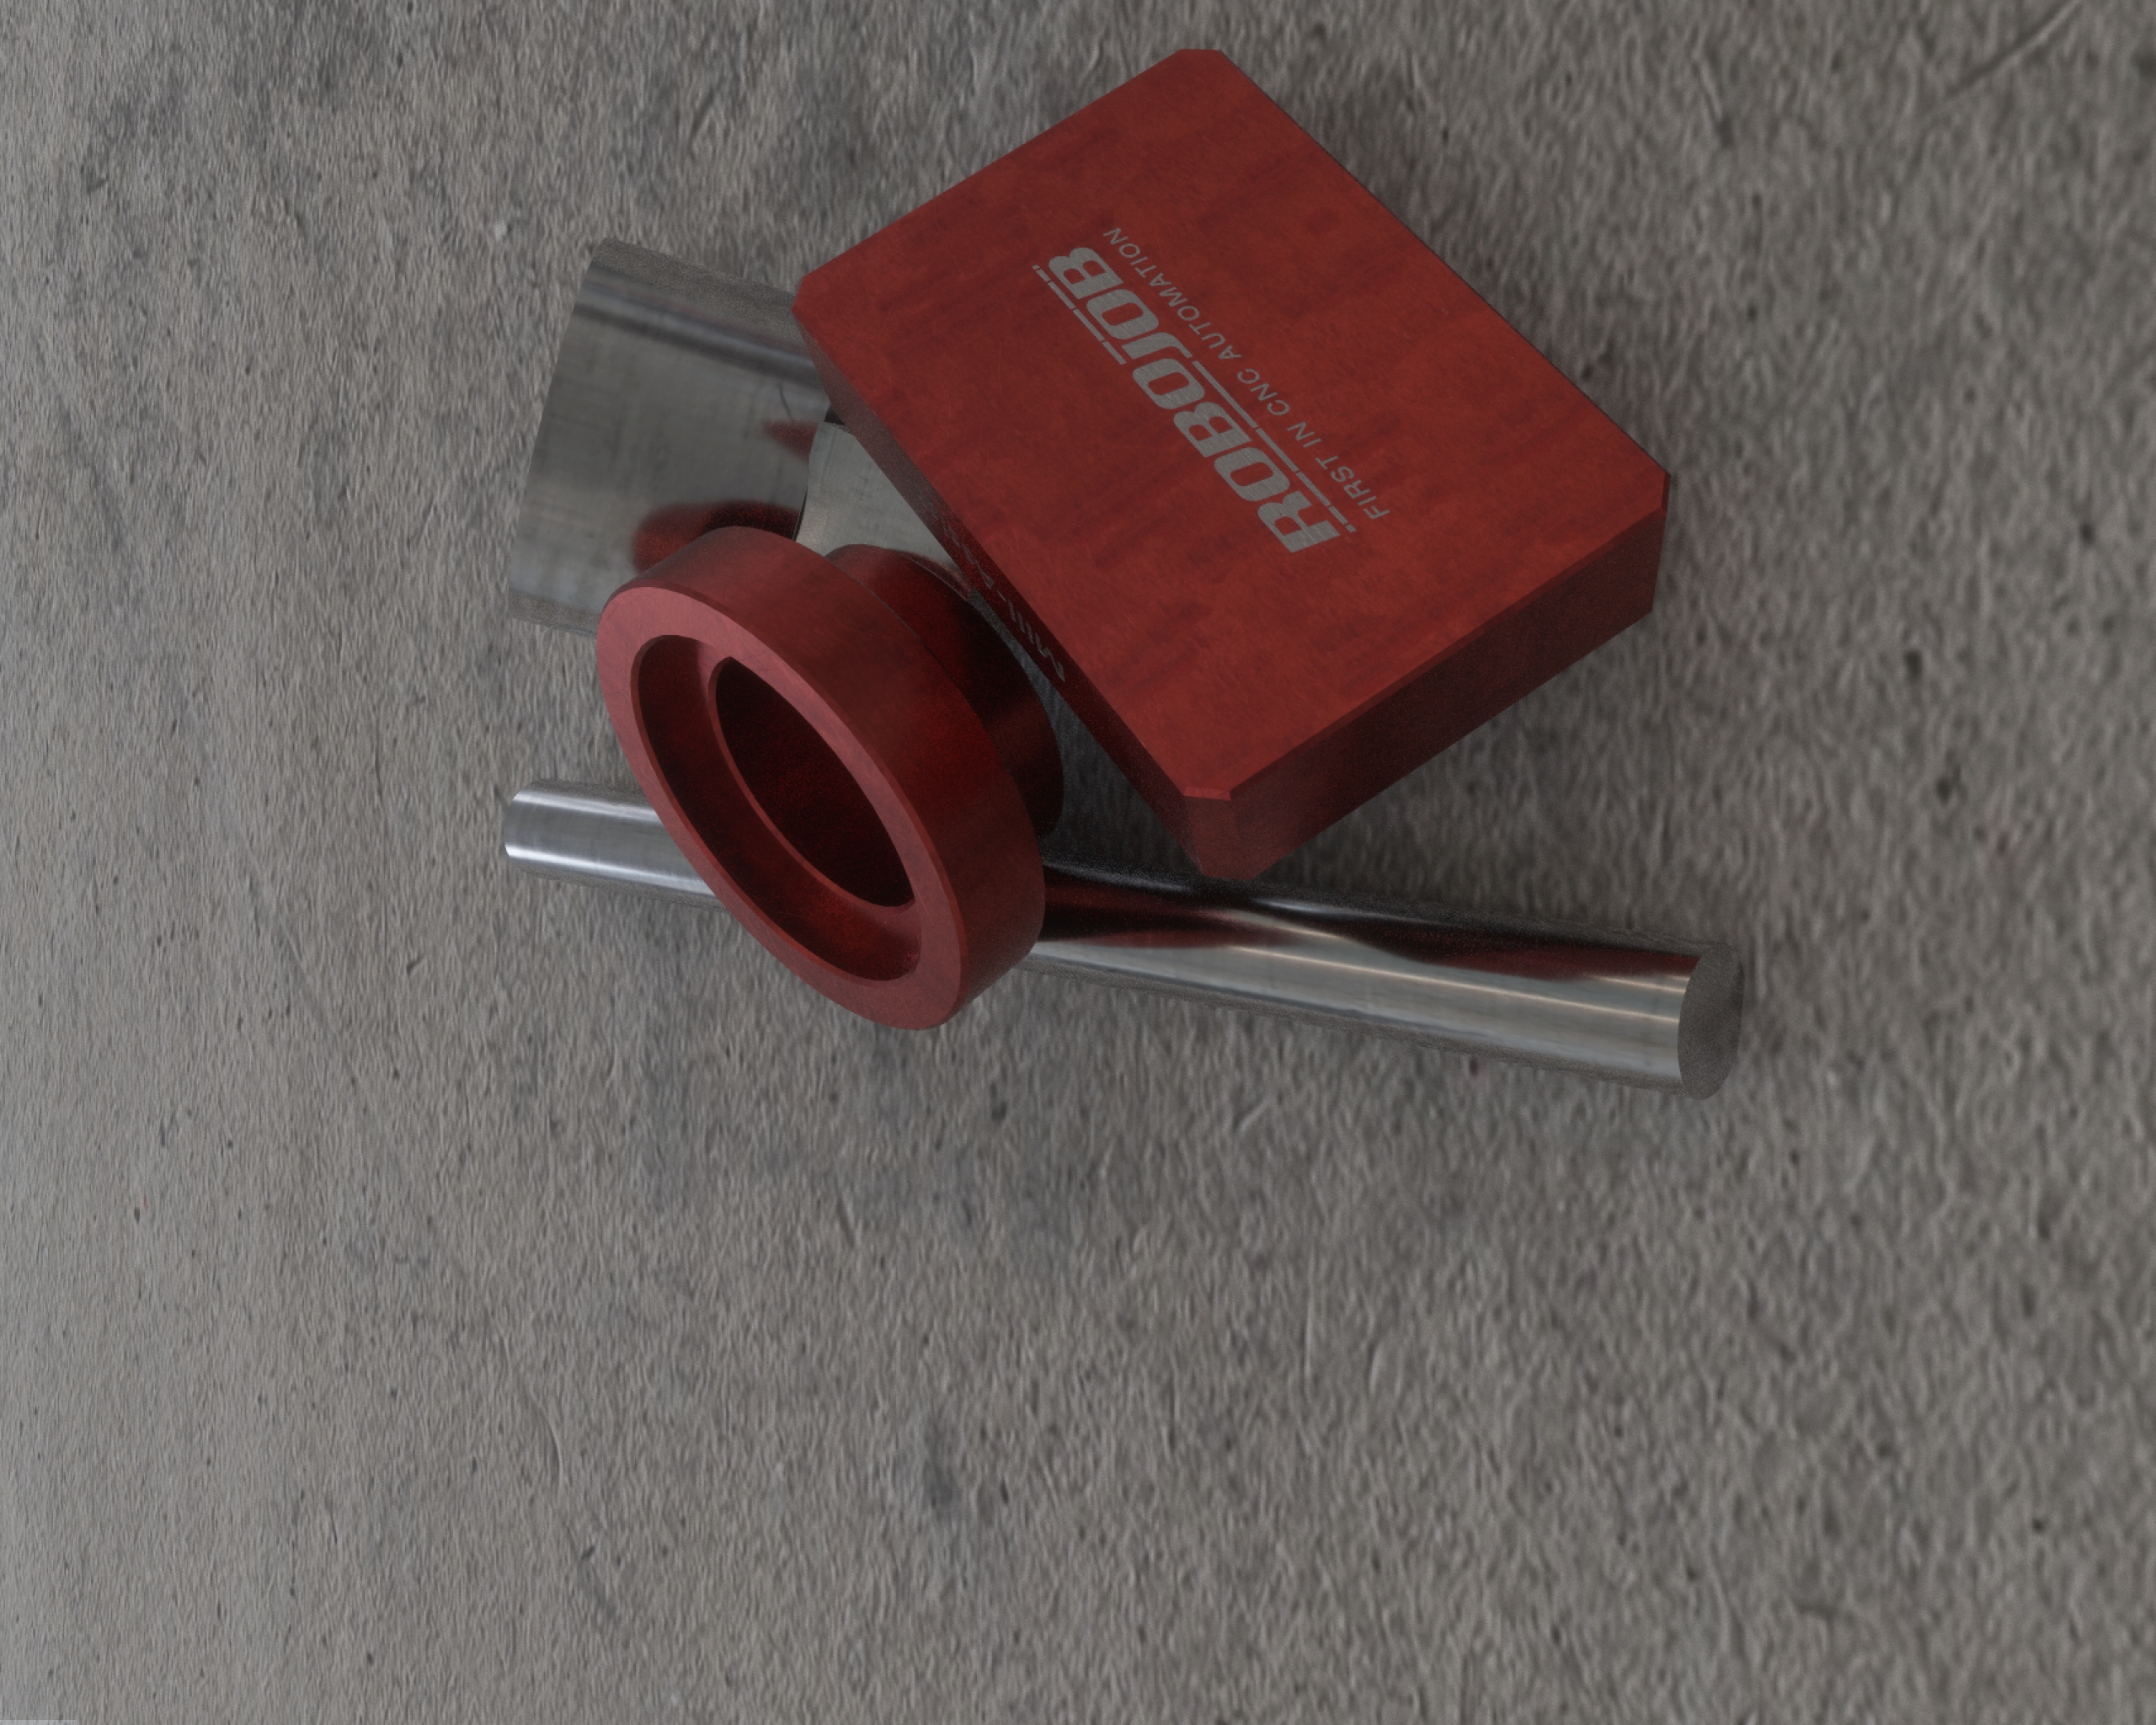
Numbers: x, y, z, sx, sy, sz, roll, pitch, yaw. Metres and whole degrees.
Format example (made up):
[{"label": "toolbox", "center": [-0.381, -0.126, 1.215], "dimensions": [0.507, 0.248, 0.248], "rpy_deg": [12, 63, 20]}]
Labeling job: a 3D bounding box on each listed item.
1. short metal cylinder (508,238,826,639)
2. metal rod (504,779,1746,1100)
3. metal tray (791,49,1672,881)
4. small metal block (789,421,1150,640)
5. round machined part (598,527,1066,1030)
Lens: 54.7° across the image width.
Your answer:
[{"label": "short metal cylinder", "center": [-0.082, -0.082, 0.432], "dimensions": [0.080, 0.050, 0.080], "rpy_deg": [-164, 89, -79]}, {"label": "metal rod", "center": [-0.016, 0.008, 0.420], "dimensions": [0.300, 0.025, 0.025], "rpy_deg": [8, 95, 39]}, {"label": "metal tray", "center": [0.023, -0.071, 0.351], "dimensions": [0.090, 0.030, 0.130], "rpy_deg": [-34, 63, -7]}, {"label": "small metal block", "center": [-0.019, -0.063, 0.404], "dimensions": [0.050, 0.050, 0.025], "rpy_deg": [30, 109, 36]}, {"label": "round machined part", "center": [-0.041, -0.020, 0.389], "dimensions": [0.098, 0.042, 0.097], "rpy_deg": [35, 148, 26]}]
